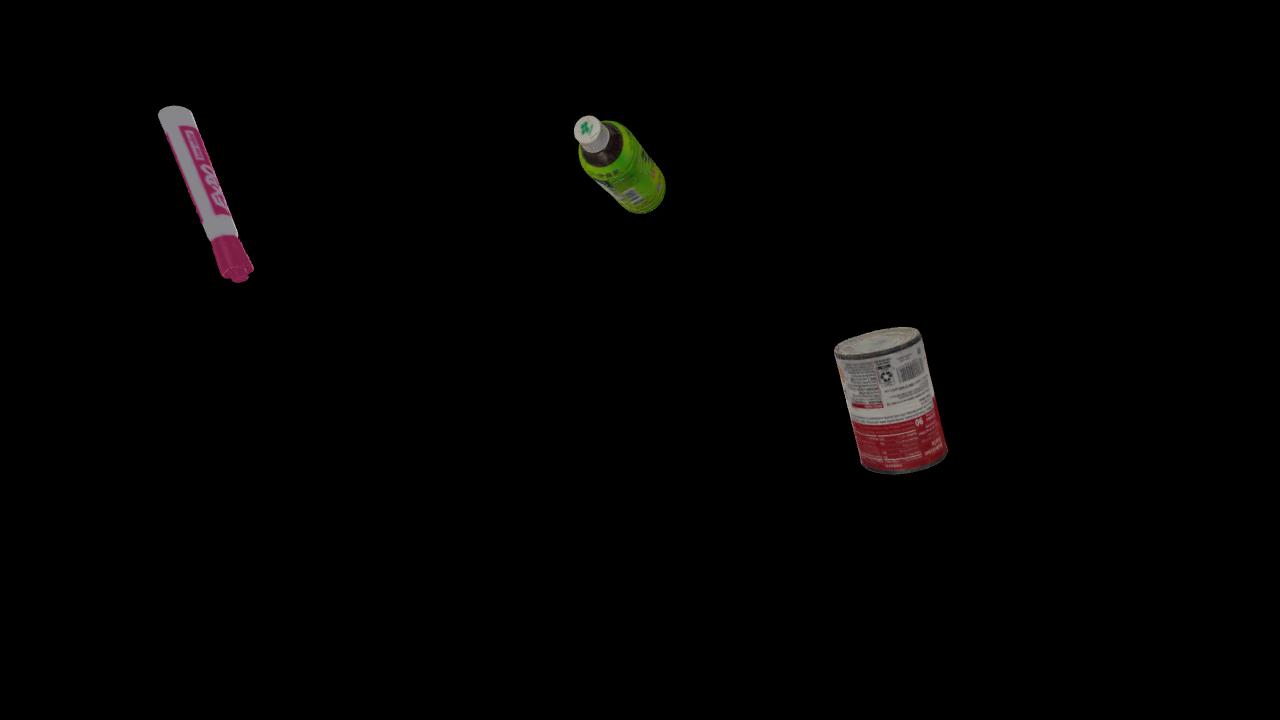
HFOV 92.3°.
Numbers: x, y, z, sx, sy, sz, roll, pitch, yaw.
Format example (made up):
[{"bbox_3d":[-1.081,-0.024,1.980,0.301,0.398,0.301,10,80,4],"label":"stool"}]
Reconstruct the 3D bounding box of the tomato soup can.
[{"bbox_3d":[0.199,0.031,0.491,0.068,0.101,0.068,-17,11,4],"label":"tomato soup can"}]

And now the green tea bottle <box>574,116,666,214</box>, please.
[{"bbox_3d":[-0.025,-0.234,0.737,0.073,0.073,0.212,0,-1,15],"label":"green tea bottle"}]

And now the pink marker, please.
[{"bbox_3d":[-0.278,-0.105,0.395,0.020,0.121,0.020,-24,-5,-2],"label":"pink marker"}]
